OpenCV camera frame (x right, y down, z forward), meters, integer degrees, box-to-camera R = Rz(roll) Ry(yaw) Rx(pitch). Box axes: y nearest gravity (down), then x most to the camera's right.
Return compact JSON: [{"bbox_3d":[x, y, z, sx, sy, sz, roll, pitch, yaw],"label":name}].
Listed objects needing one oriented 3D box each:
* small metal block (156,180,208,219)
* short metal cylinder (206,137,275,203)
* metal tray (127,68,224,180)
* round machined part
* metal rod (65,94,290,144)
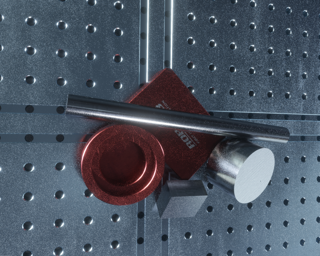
[{"bbox_3d":[0.028,0.094,0.410,0.050,0.025,0.050,3,132,-21],"label":"small metal block"},{"bbox_3d":[0.111,0.055,0.426,0.081,0.050,0.079,-16,118,-32],"label":"short metal cylinder"},{"bbox_3d":[0.018,-0.004,0.419,0.090,0.030,0.130,-45,105,-15],"label":"metal tray"},{"bbox_3d":[-0.047,0.041,0.382,0.099,0.042,0.097,-2,97,-15],"label":"round machined part"},{"bbox_3d":[0.037,-0.007,0.394,0.302,0.025,0.025,7,88,-20],"label":"metal rod"}]
